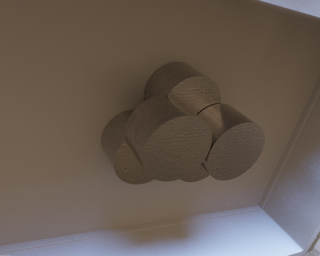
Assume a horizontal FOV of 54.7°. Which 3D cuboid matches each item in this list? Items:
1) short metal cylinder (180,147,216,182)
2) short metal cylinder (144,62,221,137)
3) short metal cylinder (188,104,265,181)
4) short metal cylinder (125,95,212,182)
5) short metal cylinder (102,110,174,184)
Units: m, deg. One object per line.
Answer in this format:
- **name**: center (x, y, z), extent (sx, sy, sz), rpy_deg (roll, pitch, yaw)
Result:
- **short metal cylinder**: center (0.044, 0.028, 0.431), extent (0.081, 0.050, 0.079), rpy_deg (-14, 124, -21)
- **short metal cylinder**: center (0.027, -0.035, 0.384), extent (0.081, 0.050, 0.079), rpy_deg (-14, 124, -21)
- **short metal cylinder**: center (0.079, 0.017, 0.378), extent (0.081, 0.050, 0.079), rpy_deg (-14, 124, -21)
- **short metal cylinder**: center (0.009, 0.011, 0.337), extent (0.081, 0.050, 0.079), rpy_deg (-14, 124, -21)
- **short metal cylinder**: center (-0.027, 0.024, 0.390), extent (0.081, 0.050, 0.079), rpy_deg (-14, 124, -21)
